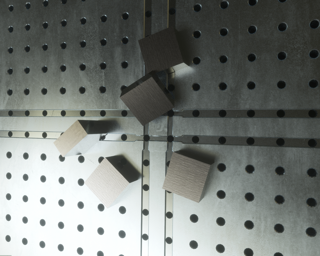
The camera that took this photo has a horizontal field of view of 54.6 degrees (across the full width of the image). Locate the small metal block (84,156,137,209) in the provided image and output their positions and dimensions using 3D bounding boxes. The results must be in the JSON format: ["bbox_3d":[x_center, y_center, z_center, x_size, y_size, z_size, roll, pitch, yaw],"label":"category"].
[{"bbox_3d":[-0.070,0.076,0.438,0.050,0.025,0.050,44,104,14],"label":"small metal block"}]

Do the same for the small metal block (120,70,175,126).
[{"bbox_3d":[-0.016,-0.039,0.406,0.050,0.025,0.050,-30,114,17],"label":"small metal block"}]

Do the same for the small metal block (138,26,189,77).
[{"bbox_3d":[0.005,-0.099,0.411,0.050,0.025,0.050,-17,84,19],"label":"small metal block"}]

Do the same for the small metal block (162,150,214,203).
[{"bbox_3d":[0.036,0.061,0.400,0.050,0.025,0.050,18,96,19],"label":"small metal block"}]

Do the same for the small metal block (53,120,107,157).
[{"bbox_3d":[-0.112,0.014,0.440,0.050,0.050,0.025,-40,77,15],"label":"small metal block"}]
